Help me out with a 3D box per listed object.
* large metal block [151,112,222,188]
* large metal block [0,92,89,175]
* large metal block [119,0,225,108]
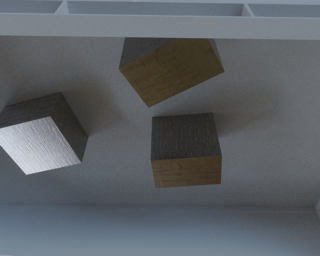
[{"bbox_3d":[0.032,0.027,0.396,0.080,0.080,0.050,-4,130,3],"label":"large metal block"},{"bbox_3d":[-0.150,0.008,0.398,0.080,0.050,0.080,-13,129,10],"label":"large metal block"},{"bbox_3d":[0.011,-0.077,0.307,0.080,0.080,0.050,-24,126,19],"label":"large metal block"}]
